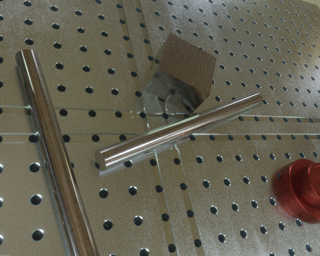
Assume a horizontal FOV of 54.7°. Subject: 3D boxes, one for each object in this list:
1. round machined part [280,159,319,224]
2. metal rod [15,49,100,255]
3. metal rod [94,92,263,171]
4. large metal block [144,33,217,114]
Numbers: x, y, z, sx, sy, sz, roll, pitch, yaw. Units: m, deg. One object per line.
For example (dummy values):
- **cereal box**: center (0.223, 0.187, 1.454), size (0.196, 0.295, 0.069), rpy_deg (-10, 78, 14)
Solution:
- **round machined part**: center (0.235, 0.091, 0.468), size (0.099, 0.042, 0.098), rpy_deg (13, 56, -21)
- **metal rod**: center (-0.105, 0.043, 0.324), size (0.025, 0.025, 0.299), rpy_deg (-11, 67, -33)
- **metal rod**: center (0.048, -0.006, 0.437), size (0.302, 0.025, 0.025), rpy_deg (-20, 73, -36)
- **large metal block**: center (0.031, -0.081, 0.458), size (0.080, 0.050, 0.080), rpy_deg (25, 53, -13)
